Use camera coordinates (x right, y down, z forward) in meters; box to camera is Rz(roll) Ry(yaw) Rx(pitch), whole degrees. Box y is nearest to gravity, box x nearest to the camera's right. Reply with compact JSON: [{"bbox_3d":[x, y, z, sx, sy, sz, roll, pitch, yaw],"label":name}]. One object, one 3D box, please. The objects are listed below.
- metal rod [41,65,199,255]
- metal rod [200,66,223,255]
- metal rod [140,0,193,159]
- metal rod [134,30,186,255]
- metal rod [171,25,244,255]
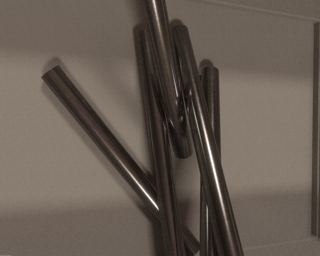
[{"bbox_3d":[-0.041,0.051,0.396,0.025,0.025,0.299,-40,103,-16],"label":"metal rod"},{"bbox_3d":[0.061,0.052,0.371,0.025,0.025,0.299,15,60,-20],"label":"metal rod"},{"bbox_3d":[0.003,-0.086,0.343,0.025,0.025,0.298,-27,126,-18],"label":"metal rod"},{"bbox_3d":[0.000,0.024,0.393,0.025,0.025,0.298,-7,86,-20],"label":"metal rod"},{"bbox_3d":[0.049,0.002,0.362,0.025,0.025,0.299,0,64,-20],"label":"metal rod"}]
